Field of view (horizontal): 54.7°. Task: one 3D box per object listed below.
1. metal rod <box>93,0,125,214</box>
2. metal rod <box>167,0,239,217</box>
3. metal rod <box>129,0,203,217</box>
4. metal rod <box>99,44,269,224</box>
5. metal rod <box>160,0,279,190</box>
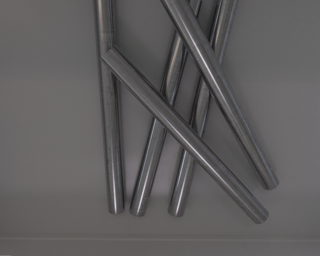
[{"bbox_3d":[-0.064,-0.021,0.402,0.025,0.025,0.298,0,110,0],"label":"metal rod"},{"bbox_3d":[0.051,-0.014,0.406,0.025,0.025,0.298,10,110,-4],"label":"metal rod"},{"bbox_3d":[0.002,-0.013,0.406,0.025,0.025,0.298,13,110,-5],"label":"metal rod"},{"bbox_3d":[0.040,0.018,0.390,0.025,0.025,0.300,-40,106,13],"label":"metal rod"},{"bbox_3d":[0.082,-0.032,0.377,0.025,0.025,0.299,-29,116,10],"label":"metal rod"}]
